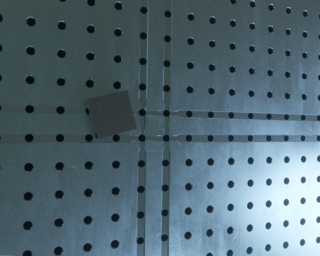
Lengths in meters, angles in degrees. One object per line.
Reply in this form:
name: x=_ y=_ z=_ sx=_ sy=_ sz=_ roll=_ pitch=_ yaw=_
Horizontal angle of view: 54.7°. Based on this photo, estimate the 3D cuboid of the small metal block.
small metal block: x=-0.062 y=-0.017 z=0.391 sx=0.050 sy=0.025 sz=0.050 roll=-15 pitch=96 yaw=-20
